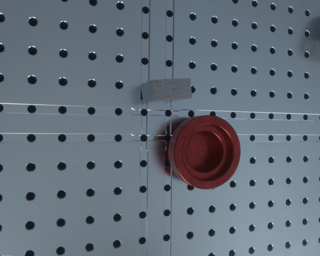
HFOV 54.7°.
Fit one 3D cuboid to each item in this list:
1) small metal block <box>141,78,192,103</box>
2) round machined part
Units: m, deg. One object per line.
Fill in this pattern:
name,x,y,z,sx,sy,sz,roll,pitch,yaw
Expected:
small metal block,0.007,-0.048,0.402,0.050,0.050,0.025,-6,92,-20
round machined part,0.057,0.031,0.425,0.099,0.042,0.097,0,90,-20
